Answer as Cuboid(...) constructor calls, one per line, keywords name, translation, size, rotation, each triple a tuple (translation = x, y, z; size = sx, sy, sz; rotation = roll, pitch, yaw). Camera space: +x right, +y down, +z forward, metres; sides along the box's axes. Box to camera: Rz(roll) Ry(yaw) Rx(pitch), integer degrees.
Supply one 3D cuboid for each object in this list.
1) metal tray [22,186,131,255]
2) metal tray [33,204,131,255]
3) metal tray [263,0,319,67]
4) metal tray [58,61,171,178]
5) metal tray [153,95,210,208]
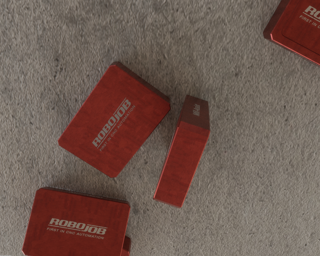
Cuboid(name="metal tray", translation=(-0.114, 0.139, 0.437), size=(0.131, 0.030, 0.090), rotation=(11, 82, -5))
Cuboid(name="metal tray", translation=(-0.122, 0.182, 0.473), size=(0.130, 0.030, 0.090), rotation=(32, 107, -12))
Cuboid(name="metal tray", translation=(0.202, -0.120, 0.364), size=(0.131, 0.030, 0.089), rotation=(24, 108, -9))
Cuboid(name="metal tray", translation=(-0.059, -0.008, 0.403), size=(0.090, 0.030, 0.129), rotation=(35, 106, -12))
Cuboid(name="metal tray", translation=(0.028, 0.020, 0.359), size=(0.030, 0.130, 0.089), rotation=(19, 109, 2))
